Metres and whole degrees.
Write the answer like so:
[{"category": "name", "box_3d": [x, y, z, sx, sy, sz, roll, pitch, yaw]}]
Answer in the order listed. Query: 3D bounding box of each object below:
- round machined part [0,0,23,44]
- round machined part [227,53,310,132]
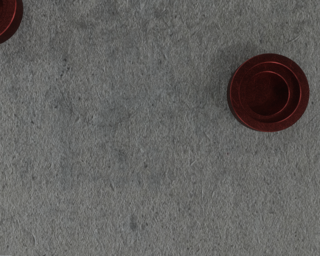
[{"category": "round machined part", "box_3d": [-0.225, -0.153, 0.399, 0.099, 0.042, 0.097, 0, 90, 0]}, {"category": "round machined part", "box_3d": [0.136, -0.044, 0.402, 0.099, 0.042, 0.097, 0, 90, 0]}]
